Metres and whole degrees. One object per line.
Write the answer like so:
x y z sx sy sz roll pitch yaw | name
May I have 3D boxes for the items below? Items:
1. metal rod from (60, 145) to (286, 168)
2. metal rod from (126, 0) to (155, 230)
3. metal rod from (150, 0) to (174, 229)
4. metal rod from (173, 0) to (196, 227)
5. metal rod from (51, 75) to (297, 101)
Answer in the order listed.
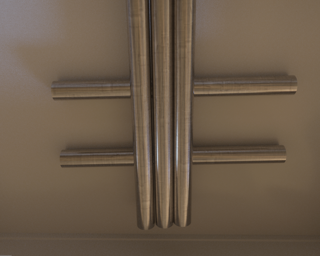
0.018 0.039 0.425 0.302 0.025 0.025 -1 110 0 | metal rod
-0.022 -0.006 0.380 0.025 0.025 0.298 -1 110 0 | metal rod
0.004 -0.008 0.379 0.025 0.025 0.298 -1 110 0 | metal rod
0.028 -0.010 0.379 0.025 0.025 0.298 -1 110 0 | metal rod
0.018 -0.051 0.392 0.302 0.025 0.025 -1 110 0 | metal rod
